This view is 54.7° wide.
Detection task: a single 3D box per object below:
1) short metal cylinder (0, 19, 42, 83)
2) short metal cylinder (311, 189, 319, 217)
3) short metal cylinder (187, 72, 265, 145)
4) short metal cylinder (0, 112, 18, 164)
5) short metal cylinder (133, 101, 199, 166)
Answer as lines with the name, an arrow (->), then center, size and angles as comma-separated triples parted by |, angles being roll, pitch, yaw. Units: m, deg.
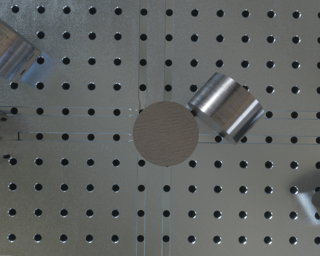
short metal cylinder -> -0.197, -0.101, 0.383 | 0.080, 0.080, 0.050 | 39, 90, -1
short metal cylinder -> 0.243, 0.100, 0.389 | 0.080, 0.080, 0.050 | -29, 90, 0
short metal cylinder -> 0.081, -0.024, 0.387 | 0.080, 0.080, 0.050 | 42, 90, -1
short metal cylinder -> -0.234, 0.014, 0.398 | 0.081, 0.050, 0.079 | 0, 90, -1
short metal cylinder -> 0.007, 0.007, 0.401 | 0.081, 0.050, 0.079 | 0, 90, -1
